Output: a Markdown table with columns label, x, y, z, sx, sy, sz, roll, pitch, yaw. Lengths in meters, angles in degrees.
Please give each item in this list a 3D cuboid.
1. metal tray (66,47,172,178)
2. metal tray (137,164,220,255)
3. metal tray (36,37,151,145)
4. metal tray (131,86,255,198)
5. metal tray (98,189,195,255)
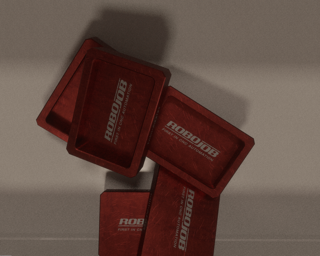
| label | x | y | z | sx | sy | sz | roll | pitch | yaw |
| --- | --- | --- | --- | --- | --- | --- | --- | --- | --- |
| metal tray | -0.049 | -0.017 | 0.357 | 0.090 | 0.030 | 0.129 | 20 | 109 | 8 |
| metal tray | 0.027 | 0.120 | 0.408 | 0.091 | 0.030 | 0.130 | 16 | 66 | -9 |
| metal tray | -0.083 | -0.037 | 0.393 | 0.090 | 0.030 | 0.129 | 34 | 106 | -12 |
| metal tray | 0.040 | 0.017 | 0.394 | 0.130 | 0.030 | 0.090 | 32 | 95 | -1 |
| metal tray | -0.018 | 0.134 | 0.438 | 0.131 | 0.030 | 0.089 | 1 | 84 | -1 |
